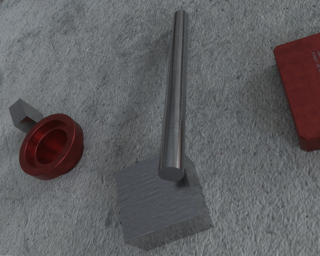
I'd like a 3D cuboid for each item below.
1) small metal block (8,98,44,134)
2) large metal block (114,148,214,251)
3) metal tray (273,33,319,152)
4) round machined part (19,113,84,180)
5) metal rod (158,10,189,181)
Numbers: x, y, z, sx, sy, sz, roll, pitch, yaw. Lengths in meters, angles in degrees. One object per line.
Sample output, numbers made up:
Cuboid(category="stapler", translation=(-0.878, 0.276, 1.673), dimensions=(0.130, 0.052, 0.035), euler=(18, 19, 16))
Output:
Cuboid(category="small metal block", translation=(-0.215, -0.014, 0.509), dimensions=(0.025, 0.050, 0.050), euler=(-40, 51, 1))
Cuboid(category="large metal block", translation=(0.003, 0.078, 0.339), dimensions=(0.080, 0.050, 0.080), euler=(-24, 53, 13))
Cuboid(category="metal tray", translation=(0.183, -0.046, 0.333), dimensions=(0.090, 0.030, 0.130), euler=(-14, 56, 20))
Cuboid(category="round machined part", translation=(-0.152, 0.031, 0.454), dimensions=(0.098, 0.042, 0.098), euler=(-13, 56, 21))
Cuboid(category="metal rod", translation=(0.022, -0.067, 0.396), dimensions=(0.025, 0.025, 0.300), euler=(-14, 44, 20))
